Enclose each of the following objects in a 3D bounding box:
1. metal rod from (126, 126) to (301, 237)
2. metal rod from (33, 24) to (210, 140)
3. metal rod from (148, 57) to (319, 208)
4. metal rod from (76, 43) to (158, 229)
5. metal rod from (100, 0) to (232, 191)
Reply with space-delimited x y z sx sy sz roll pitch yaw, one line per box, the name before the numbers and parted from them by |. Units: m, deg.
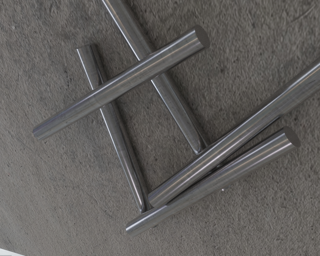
metal rod | 0.044 0.085 0.402 0.025 0.025 0.299 46 129 -4
metal rod | -0.071 -0.041 0.385 0.299 0.025 0.025 -23 106 36
metal rod | 0.086 0.010 0.343 0.025 0.025 0.299 44 122 -3
metal rod | -0.054 0.027 0.451 0.025 0.025 0.298 -3 117 30
metal rod | 0.008 -0.048 0.372 0.025 0.025 0.299 -22 107 36
